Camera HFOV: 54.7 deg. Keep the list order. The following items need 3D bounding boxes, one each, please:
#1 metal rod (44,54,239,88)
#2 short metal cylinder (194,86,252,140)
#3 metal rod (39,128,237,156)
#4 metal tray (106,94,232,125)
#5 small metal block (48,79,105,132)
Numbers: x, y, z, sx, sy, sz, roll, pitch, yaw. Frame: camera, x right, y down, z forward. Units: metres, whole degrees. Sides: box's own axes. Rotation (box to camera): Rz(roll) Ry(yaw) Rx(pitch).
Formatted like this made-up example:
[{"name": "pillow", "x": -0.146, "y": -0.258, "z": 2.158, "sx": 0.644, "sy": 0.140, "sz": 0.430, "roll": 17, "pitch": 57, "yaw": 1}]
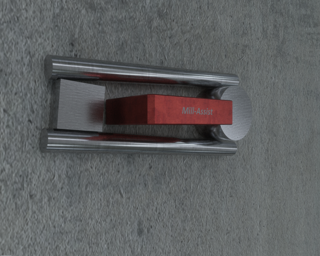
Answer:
[{"name": "metal rod", "x": 0.003, "y": -0.069, "z": 0.409, "sx": 0.302, "sy": 0.025, "sz": 0.025, "roll": -4, "pitch": 93, "yaw": -40}, {"name": "short metal cylinder", "x": 0.095, "y": -0.022, "z": 0.469, "sx": 0.081, "sy": 0.050, "sz": 0.079, "roll": 0, "pitch": 90, "yaw": -40}, {"name": "metal rod", "x": -0.001, "y": 0.023, "z": 0.406, "sx": 0.302, "sy": 0.025, "sz": 0.025, "roll": 5, "pitch": 87, "yaw": -40}, {"name": "metal tray", "x": 0.013, "y": -0.019, "z": 0.373, "sx": 0.131, "sy": 0.090, "sz": 0.030, "roll": 0, "pitch": 90, "yaw": -40}, {"name": "small metal block", "x": -0.089, "y": -0.023, "z": 0.332, "sx": 0.050, "sy": 0.025, "sz": 0.050, "roll": 5, "pitch": 87, "yaw": -40}]
